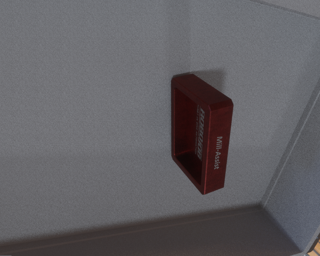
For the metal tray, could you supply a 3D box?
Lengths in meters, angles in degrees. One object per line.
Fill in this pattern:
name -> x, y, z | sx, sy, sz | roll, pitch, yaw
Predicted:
metal tray -> 0.048, 0.008, 0.393 | 0.030, 0.090, 0.129 | -16, 125, -21
